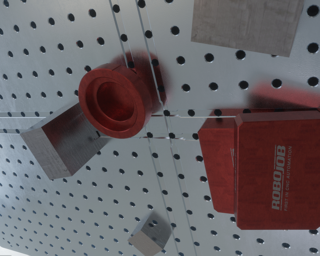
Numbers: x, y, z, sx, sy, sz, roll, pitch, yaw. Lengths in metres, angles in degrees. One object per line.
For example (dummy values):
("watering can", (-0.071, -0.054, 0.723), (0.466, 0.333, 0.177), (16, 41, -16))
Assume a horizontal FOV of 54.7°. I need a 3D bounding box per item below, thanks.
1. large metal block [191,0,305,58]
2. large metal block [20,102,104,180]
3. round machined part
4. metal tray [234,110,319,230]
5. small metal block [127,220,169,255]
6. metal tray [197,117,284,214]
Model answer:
("large metal block", (0.080, -0.104, 0.269), (0.080, 0.080, 0.050), (15, 125, 19))
("large metal block", (-0.143, 0.019, 0.463), (0.050, 0.080, 0.080), (-14, 111, 34))
("round machined part", (-0.054, -0.038, 0.405), (0.098, 0.042, 0.097), (13, 124, 21))
("metal tray", (0.128, 0.048, 0.338), (0.090, 0.030, 0.129), (-2, 109, 6))
("small metal block", (-0.021, 0.196, 0.544), (0.050, 0.025, 0.050), (41, 129, 0))
("metal tray", (0.104, 0.050, 0.384), (0.090, 0.030, 0.129), (-1, 118, 28))
